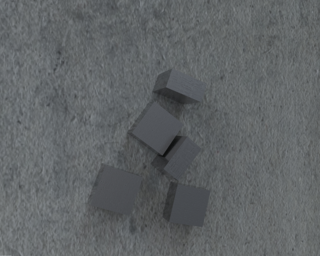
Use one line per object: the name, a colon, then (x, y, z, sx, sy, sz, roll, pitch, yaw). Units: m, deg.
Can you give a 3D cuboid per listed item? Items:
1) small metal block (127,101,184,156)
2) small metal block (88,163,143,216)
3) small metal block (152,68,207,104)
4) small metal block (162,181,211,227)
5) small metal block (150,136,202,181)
small metal block: (-0.006, 0.001, 0.408, 0.050, 0.025, 0.050, 38, 78, -17)
small metal block: (-0.056, 0.077, 0.389, 0.050, 0.025, 0.050, 22, 83, -19)
small metal block: (0.025, -0.053, 0.406, 0.050, 0.050, 0.025, 20, 83, -19)
small metal block: (0.036, 0.104, 0.424, 0.050, 0.025, 0.050, 15, 85, -20)
small metal block: (0.020, 0.037, 0.404, 0.025, 0.050, 0.050, 41, 77, -16)
